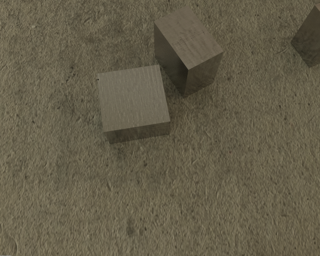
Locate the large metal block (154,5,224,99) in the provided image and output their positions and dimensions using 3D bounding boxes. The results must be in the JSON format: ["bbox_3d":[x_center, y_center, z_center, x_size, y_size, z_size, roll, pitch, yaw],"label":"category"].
[{"bbox_3d":[0.034,-0.099,0.415,0.050,0.080,0.080,-29,73,-10],"label":"large metal block"}]

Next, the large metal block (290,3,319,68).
[{"bbox_3d":[0.245,-0.138,0.431,0.080,0.080,0.050,-24,72,-9],"label":"large metal block"}]

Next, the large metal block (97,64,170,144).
[{"bbox_3d":[-0.034,-0.030,0.405,0.081,0.050,0.080,-9,70,-4],"label":"large metal block"}]
